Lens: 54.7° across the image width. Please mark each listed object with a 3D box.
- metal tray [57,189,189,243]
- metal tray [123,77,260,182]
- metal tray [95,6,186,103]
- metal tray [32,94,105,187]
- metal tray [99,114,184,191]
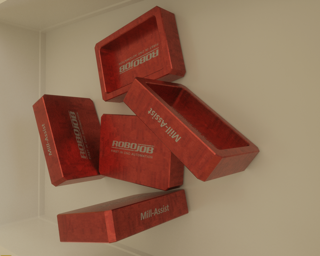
[{"bbox_3d":[-0.039,0.101,0.365,0.090,0.131,0.030,-16,81,38],"label":"metal tray"},{"bbox_3d":[0.033,-0.004,0.333,0.130,0.091,0.030,45,118,30],"label":"metal tray"},{"bbox_3d":[-0.032,-0.095,0.426,0.130,0.030,0.090,-17,79,38],"label":"metal tray"},{"bbox_3d":[-0.129,0.016,0.466,0.030,0.091,0.129,-30,72,35],"label":"metal tray"},{"bbox_3d":[-0.028,0.028,0.421,0.130,0.030,0.089,5,93,39],"label":"metal tray"}]
